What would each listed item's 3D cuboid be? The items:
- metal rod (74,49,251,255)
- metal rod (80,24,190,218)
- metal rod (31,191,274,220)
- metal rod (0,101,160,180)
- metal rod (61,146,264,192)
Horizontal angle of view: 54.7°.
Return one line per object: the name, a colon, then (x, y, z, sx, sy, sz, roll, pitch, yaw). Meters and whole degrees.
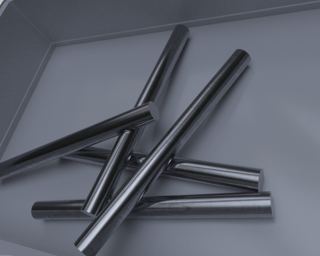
metal rod: (0.015, 0.016, 0.360, 0.025, 0.025, 0.301, 27, 68, 37)
metal rod: (-0.021, -0.027, 0.408, 0.025, 0.025, 0.300, 7, 59, 31)
metal rod: (-0.028, 0.093, 0.360, 0.301, 0.025, 0.025, -8, 58, 23)
metal rod: (-0.137, 0.028, 0.425, 0.300, 0.025, 0.025, -20, 54, 22)
metal rod: (-0.027, 0.043, 0.390, 0.300, 0.025, 0.025, 5, 64, 30)
